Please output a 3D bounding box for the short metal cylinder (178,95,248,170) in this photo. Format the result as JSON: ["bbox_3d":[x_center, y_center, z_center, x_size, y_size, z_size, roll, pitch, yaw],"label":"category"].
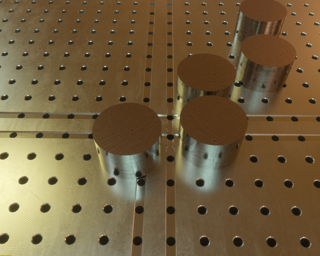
[{"bbox_3d":[0.064,0.005,0.388,0.081,0.050,0.080,0,50,0],"label":"short metal cylinder"}]

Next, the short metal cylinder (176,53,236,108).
[{"bbox_3d":[0.064,-0.062,0.444,0.081,0.050,0.080,0,50,0],"label":"short metal cylinder"}]

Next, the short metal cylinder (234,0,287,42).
[{"bbox_3d":[0.177,-0.188,0.551,0.081,0.050,0.080,0,50,0],"label":"short metal cylinder"}]

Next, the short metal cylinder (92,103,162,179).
[{"bbox_3d":[-0.038,0.015,0.378,0.081,0.050,0.080,0,50,0],"label":"short metal cylinder"}]

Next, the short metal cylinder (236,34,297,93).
[{"bbox_3d":[0.160,-0.100,0.476,0.081,0.050,0.080,0,50,0],"label":"short metal cylinder"}]
